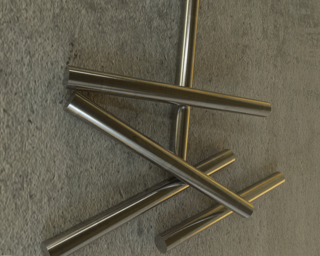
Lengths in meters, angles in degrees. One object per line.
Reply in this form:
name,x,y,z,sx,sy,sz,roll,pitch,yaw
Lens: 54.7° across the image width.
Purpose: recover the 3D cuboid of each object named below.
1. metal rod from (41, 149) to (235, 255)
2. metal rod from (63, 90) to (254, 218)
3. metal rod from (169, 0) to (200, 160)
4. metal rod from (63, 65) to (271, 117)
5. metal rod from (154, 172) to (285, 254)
metal rod,-0.002,0.085,0.403,0.302,0.025,0.025,-20,103,-38
metal rod,0.017,0.046,0.392,0.301,0.025,0.025,34,69,-26
metal rod,0.036,-0.097,0.434,0.025,0.025,0.298,9,85,-40
metal rod,0.032,-0.041,0.400,0.302,0.025,0.025,5,87,-31
metal rod,0.115,0.124,0.500,0.302,0.025,0.025,-14,99,-39
